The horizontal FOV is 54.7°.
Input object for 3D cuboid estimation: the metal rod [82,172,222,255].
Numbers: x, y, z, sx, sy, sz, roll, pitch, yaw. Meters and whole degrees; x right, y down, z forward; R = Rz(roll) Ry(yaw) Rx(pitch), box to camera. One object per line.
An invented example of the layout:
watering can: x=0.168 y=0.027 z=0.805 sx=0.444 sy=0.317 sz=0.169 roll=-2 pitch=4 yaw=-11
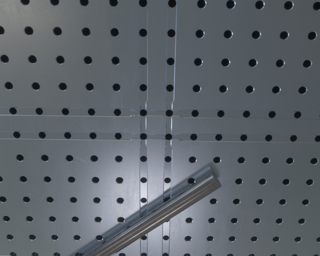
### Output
metal rod: x=-0.039 y=0.158 z=0.471 sx=0.300 sy=0.025 sz=0.025 roll=-35 pitch=107 yaw=12
